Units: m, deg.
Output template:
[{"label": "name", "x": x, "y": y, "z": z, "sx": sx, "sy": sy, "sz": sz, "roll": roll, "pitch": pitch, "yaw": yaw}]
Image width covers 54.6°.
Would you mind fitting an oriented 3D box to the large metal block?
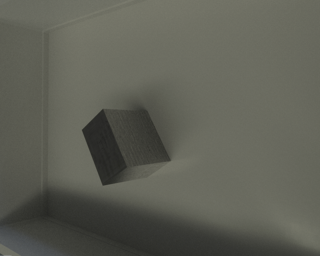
[{"label": "large metal block", "x": -0.044, "y": 0.023, "z": 0.408, "sx": 0.050, "sy": 0.081, "sz": 0.080, "roll": -39, "pitch": 66, "yaw": 33}]
